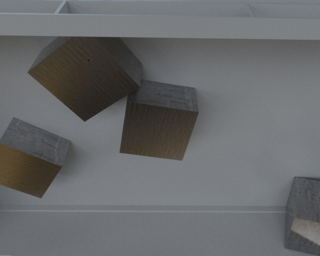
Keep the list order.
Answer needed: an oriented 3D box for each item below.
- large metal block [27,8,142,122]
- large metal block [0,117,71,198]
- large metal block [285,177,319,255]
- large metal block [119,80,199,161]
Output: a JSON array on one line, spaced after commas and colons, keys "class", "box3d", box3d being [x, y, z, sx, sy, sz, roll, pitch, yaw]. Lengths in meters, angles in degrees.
[{"class": "large metal block", "box3d": [-0.077, -0.065, 0.336, 0.080, 0.050, 0.080, -29, 125, 22]}, {"class": "large metal block", "box3d": [-0.182, 0.043, 0.428, 0.080, 0.050, 0.080, 26, 125, -21]}, {"class": "large metal block", "box3d": [0.229, 0.136, 0.482, 0.050, 0.080, 0.080, 8, 130, 17]}, {"class": "large metal block", "box3d": [-0.004, -0.009, 0.384, 0.081, 0.050, 0.079, 8, 130, -7]}]
